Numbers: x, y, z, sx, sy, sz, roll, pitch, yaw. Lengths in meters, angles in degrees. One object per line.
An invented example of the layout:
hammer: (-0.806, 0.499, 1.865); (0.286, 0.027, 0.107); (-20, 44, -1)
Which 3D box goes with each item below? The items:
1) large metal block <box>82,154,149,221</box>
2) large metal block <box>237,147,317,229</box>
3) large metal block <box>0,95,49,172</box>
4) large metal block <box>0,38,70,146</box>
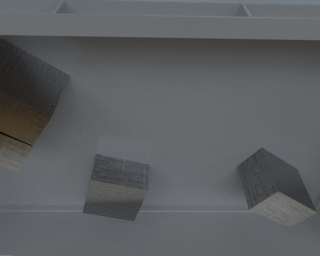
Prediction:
large metal block: (-0.067, 0.092, 0.470); (0.081, 0.050, 0.079); (13, 129, -11)
large metal block: (0.167, 0.087, 0.450); (0.080, 0.080, 0.050); (29, 124, -23)
large metal block: (-0.186, -0.006, 0.365); (0.080, 0.080, 0.050); (27, 125, -21)
large metal block: (-0.155, -0.040, 0.337); (0.080, 0.080, 0.050); (29, 124, -23)
